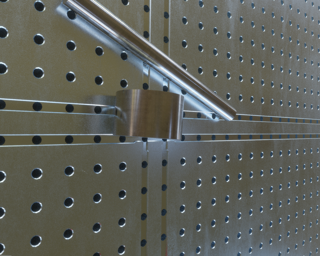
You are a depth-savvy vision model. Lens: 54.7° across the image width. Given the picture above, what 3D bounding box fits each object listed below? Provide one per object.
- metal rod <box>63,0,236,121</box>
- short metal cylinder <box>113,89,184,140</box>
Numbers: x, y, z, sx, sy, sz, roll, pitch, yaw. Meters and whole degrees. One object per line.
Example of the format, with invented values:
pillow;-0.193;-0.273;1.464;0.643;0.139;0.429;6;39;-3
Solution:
metal rod;0.009;-0.082;0.418;0.301;0.025;0.025;30;72;-36
short metal cylinder;-0.013;-0.014;0.364;0.081;0.080;0.050;6;86;-40
